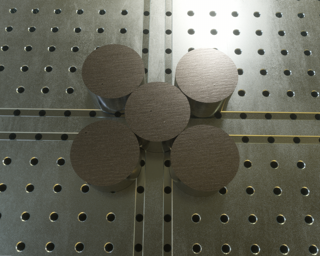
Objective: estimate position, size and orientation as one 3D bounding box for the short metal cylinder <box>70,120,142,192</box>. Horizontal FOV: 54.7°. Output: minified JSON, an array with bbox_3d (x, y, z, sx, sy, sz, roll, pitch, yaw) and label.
[{"bbox_3d":[-0.064,0.036,0.383,0.081,0.050,0.080,0,70,0],"label":"short metal cylinder"}]

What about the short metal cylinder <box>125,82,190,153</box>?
[{"bbox_3d":[-0.003,-0.013,0.403,0.081,0.050,0.080,0,70,0],"label":"short metal cylinder"}]

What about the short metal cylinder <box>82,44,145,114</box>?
[{"bbox_3d":[-0.060,-0.066,0.421,0.081,0.050,0.080,0,70,0],"label":"short metal cylinder"}]

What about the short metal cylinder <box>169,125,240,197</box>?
[{"bbox_3d":[0.052,0.042,0.383,0.081,0.050,0.080,0,70,0],"label":"short metal cylinder"}]

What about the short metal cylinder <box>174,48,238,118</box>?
[{"bbox_3d":[0.060,-0.060,0.419,0.081,0.050,0.080,0,70,0],"label":"short metal cylinder"}]
